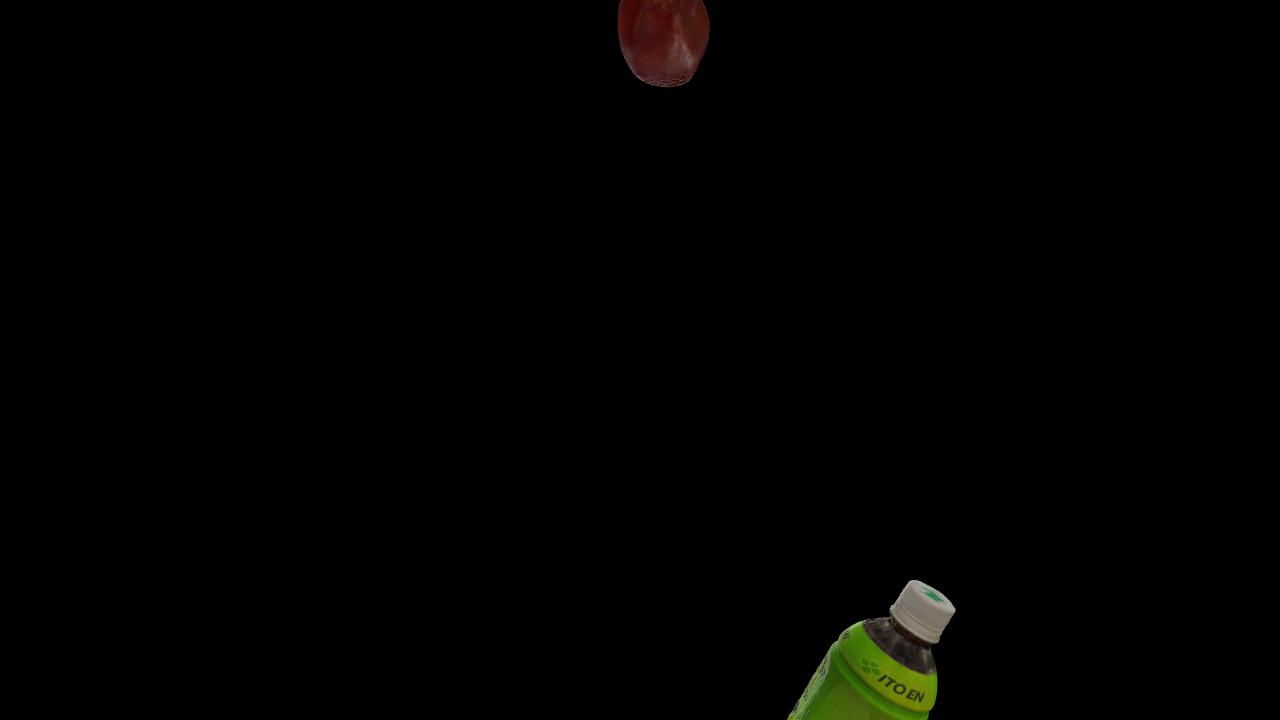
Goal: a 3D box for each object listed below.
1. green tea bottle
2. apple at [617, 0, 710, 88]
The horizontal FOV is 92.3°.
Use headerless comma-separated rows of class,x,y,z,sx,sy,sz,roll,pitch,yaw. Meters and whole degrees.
green tea bottle,0.144,0.244,0.417,0.073,0.212,0.073,26,10,-5
apple,0.019,-0.276,0.512,0.079,0.079,0.093,0,-12,6
